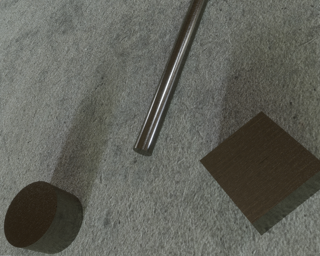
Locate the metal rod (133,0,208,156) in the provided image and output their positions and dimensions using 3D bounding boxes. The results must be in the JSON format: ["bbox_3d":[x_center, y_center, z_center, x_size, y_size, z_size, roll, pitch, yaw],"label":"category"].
[{"bbox_3d":[0.025,-0.100,0.450,0.025,0.025,0.300,7,65,31],"label":"metal rod"}]

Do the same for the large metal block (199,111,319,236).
[{"bbox_3d":[0.101,0.044,0.307,0.080,0.050,0.080,-39,51,1],"label":"large metal block"}]

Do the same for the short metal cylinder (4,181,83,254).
[{"bbox_3d":[-0.146,0.114,0.393,0.080,0.050,0.080,-13,56,20],"label":"short metal cylinder"}]
